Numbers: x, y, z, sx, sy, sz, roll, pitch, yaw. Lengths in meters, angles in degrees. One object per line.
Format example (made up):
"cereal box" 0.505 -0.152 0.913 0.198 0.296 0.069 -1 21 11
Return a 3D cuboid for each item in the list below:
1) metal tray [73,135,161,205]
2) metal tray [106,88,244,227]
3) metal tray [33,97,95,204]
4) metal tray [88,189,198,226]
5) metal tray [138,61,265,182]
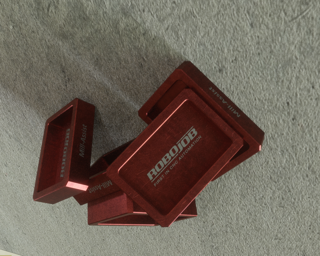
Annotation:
"metal tray" -0.057 0.053 0.428 0.130 0.090 0.030 -27 104 37
"metal tray" 0.016 0.031 0.346 0.090 0.030 0.130 44 84 -3
"metal tray" -0.134 0.032 0.436 0.090 0.130 0.030 -27 142 36
"metal tray" -0.022 0.114 0.433 0.090 0.131 0.030 -27 59 37
"metal tray" 0.048 -0.005 0.376 0.130 0.030 0.090 43 129 -3
